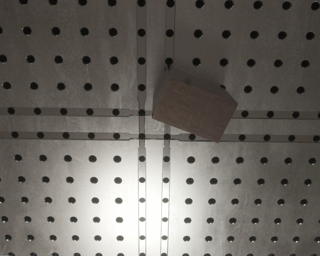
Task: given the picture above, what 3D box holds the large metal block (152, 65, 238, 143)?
[{"bbox_3d":[0.038,-0.032,0.373,0.080,0.080,0.050,21,109,-8],"label":"large metal block"}]
